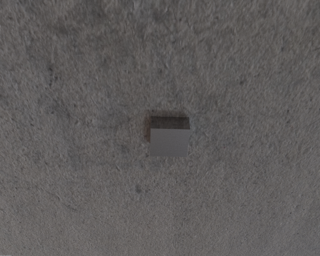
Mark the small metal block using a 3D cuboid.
[{"bbox_3d":[0.012,0.012,0.417,0.050,0.025,0.050,1,130,-2],"label":"small metal block"}]
